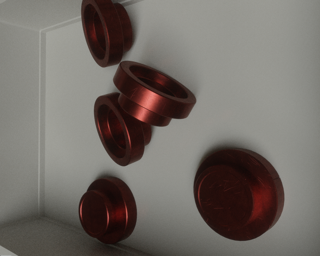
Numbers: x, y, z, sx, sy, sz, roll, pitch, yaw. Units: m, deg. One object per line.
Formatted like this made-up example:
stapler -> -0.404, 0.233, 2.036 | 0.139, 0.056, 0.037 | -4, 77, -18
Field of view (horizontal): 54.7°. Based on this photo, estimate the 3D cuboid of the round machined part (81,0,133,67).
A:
round machined part -> -0.072, -0.138, 0.436 | 0.098, 0.042, 0.097 | 43, 144, 44

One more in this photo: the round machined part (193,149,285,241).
round machined part -> 0.076, 0.071, 0.332 | 0.098, 0.042, 0.097 | 0, 90, 39

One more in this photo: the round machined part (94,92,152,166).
round machined part -> -0.047, -0.001, 0.417 | 0.098, 0.042, 0.097 | 34, 135, 44

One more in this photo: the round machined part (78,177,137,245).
round machined part -> -0.084, 0.125, 0.463 | 0.098, 0.042, 0.097 | 0, 90, 39

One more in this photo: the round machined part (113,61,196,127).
round machined part -> -0.010, -0.037, 0.366 | 0.098, 0.099, 0.042 | 42, 116, 31
